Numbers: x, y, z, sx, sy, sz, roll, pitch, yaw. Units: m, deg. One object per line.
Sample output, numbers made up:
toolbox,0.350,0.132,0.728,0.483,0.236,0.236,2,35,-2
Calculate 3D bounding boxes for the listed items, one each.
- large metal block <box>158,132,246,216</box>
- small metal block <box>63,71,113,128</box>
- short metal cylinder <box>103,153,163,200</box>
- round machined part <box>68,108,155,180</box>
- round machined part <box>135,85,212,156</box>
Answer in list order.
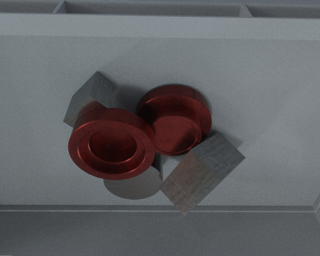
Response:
large metal block,0.057,0.060,0.414,0.050,0.081,0.080,46,125,15
small metal block,-0.083,-0.030,0.363,0.025,0.050,0.050,37,121,-27
short metal cylinder,-0.036,0.057,0.438,0.081,0.050,0.079,0,130,0
round machined part,-0.055,0.015,0.369,0.099,0.042,0.097,-1,130,0
round machined part,0.017,-0.002,0.392,0.099,0.042,0.097,-1,130,0
